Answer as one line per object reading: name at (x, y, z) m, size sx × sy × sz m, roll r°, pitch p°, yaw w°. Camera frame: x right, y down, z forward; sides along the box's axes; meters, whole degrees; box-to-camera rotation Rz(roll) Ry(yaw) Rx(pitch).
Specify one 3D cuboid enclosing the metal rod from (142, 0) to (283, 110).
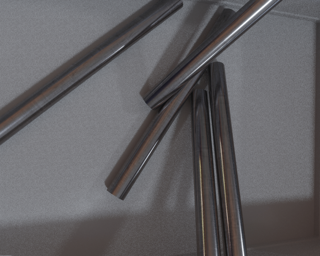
metal rod at (0.096, -0.125, 0.365) m, size 0.299 × 0.025 × 0.025 m, roll -40°, pitch 105°, yaw 17°

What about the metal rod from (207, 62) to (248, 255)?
metal rod at (0.081, 0.048, 0.377) m, size 0.025 × 0.025 × 0.299 m, roll 9°, pitch 63°, yaw -20°

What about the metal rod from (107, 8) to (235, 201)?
metal rod at (0.023, -0.039, 0.418) m, size 0.025 × 0.025 × 0.300 m, roll 36°, pitch 78°, yaw -17°

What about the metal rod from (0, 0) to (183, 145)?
metal rod at (-0.087, -0.077, 0.378) m, size 0.301 × 0.025 × 0.025 m, roll -41°, pitch 103°, yaw -15°

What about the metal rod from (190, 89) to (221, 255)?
metal rod at (0.053, 0.082, 0.358) m, size 0.025 × 0.025 × 0.299 m, roll 13°, pitch 58°, yaw -20°
